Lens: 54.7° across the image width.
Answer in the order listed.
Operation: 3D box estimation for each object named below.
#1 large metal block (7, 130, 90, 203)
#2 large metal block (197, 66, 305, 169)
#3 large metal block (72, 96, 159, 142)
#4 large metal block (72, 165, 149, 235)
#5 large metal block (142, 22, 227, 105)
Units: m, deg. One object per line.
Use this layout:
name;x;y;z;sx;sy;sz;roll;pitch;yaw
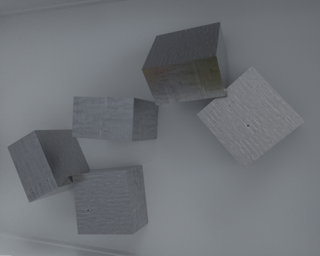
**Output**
large metal block;-0.150;0.049;0.434;0.050;0.080;0.080;-29;81;18
large metal block;0.104;-0.011;0.360;0.080;0.050;0.080;-42;77;15
large metal block;-0.054;-0.012;0.400;0.080;0.080;0.050;3;91;20
large metal block;-0.066;0.096;0.421;0.080;0.050;0.080;-7;88;19
large metal block;0.033;-0.075;0.363;0.080;0.080;0.050;-6;130;20
